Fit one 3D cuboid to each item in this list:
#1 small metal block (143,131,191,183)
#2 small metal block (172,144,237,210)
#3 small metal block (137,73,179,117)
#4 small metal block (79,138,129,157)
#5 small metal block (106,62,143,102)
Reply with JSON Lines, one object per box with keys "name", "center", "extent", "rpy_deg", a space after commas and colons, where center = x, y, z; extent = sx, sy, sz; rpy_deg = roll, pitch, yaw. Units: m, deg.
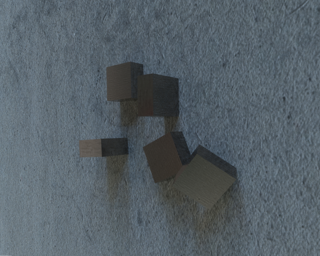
{"name": "small metal block", "center": [0.011, 0.038, 0.396], "extent": [0.050, 0.025, 0.050], "rpy_deg": [-31, 71, 35]}
{"name": "small metal block", "center": [0.050, 0.055, 0.348], "extent": [0.050, 0.025, 0.050], "rpy_deg": [33, 115, -1]}
{"name": "small metal block", "center": [-0.002, -0.039, 0.390], "extent": [0.025, 0.050, 0.050], "rpy_deg": [-1, 89, 40]}
{"name": "small metal block", "center": [-0.083, 0.029, 0.457], "extent": [0.050, 0.050, 0.025], "rpy_deg": [-5, 87, 40]}
{"name": "small metal block", "center": [-0.051, -0.065, 0.447], "extent": [0.050, 0.025, 0.050], "rpy_deg": [-2, 89, 40]}
